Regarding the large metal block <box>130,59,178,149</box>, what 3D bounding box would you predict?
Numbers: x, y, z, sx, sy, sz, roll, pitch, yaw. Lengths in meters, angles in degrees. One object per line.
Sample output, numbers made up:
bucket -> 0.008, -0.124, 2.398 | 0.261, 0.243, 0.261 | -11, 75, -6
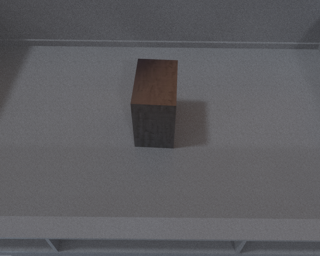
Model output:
large metal block -> -0.005, -0.031, 0.395 | 0.050, 0.080, 0.080 | 3, 50, 2
